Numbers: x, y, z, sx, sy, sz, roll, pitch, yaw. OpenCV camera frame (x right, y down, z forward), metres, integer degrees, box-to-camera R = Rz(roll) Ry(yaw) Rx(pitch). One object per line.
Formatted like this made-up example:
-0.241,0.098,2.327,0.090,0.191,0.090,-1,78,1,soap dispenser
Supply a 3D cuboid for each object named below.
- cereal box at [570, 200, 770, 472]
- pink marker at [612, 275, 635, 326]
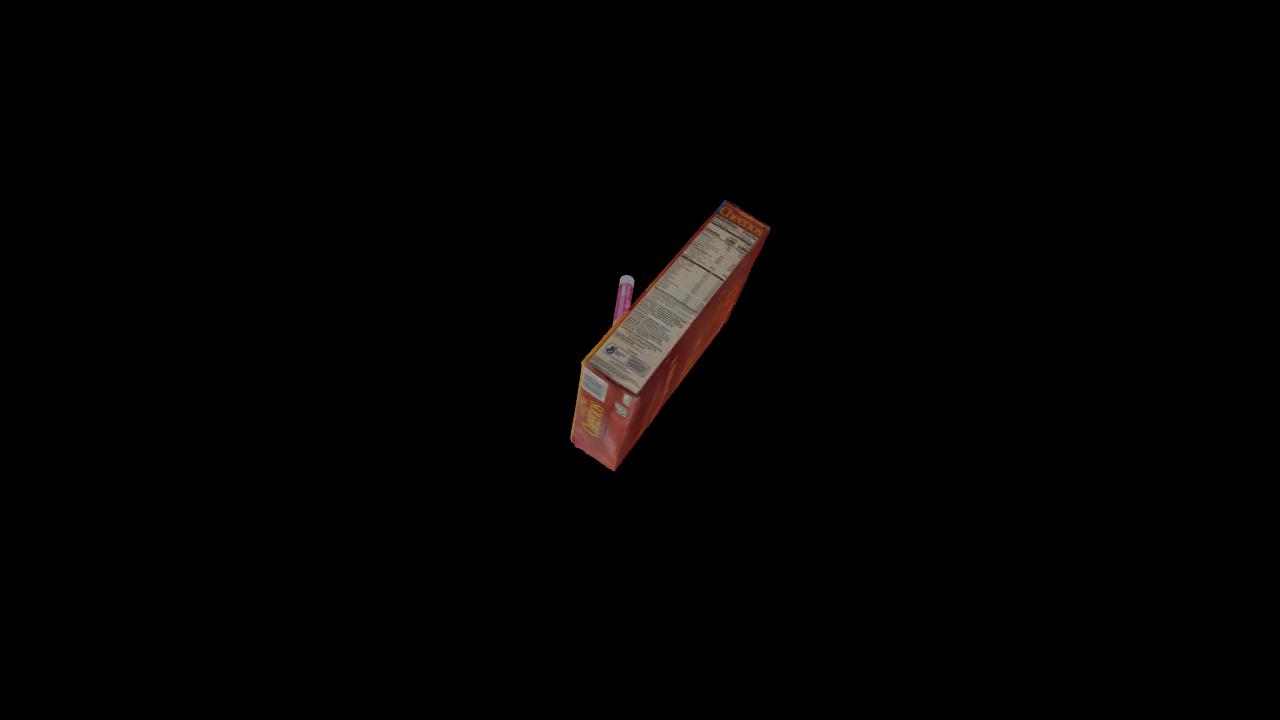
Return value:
0.036,-0.030,0.761,0.081,0.306,0.203,33,-31,10,cereal box
-0.022,-0.055,0.730,0.020,0.121,0.020,4,-42,3,pink marker
